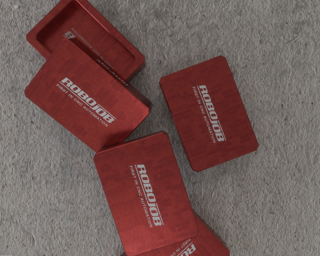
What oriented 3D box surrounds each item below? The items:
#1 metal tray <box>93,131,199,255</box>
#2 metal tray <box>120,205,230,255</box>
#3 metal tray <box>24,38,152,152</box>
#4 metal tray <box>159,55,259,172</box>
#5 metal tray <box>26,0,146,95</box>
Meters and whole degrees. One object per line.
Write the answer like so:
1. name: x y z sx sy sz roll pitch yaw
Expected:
1. metal tray: -0.016 0.077 0.373 0.090 0.030 0.129 -18 94 0
2. metal tray: 0.014 0.172 0.408 0.130 0.030 0.090 -43 90 0
3. metal tray: -0.087 -0.036 0.384 0.130 0.030 0.090 40 107 -9
4. metal tray: 0.063 -0.018 0.408 0.090 0.030 0.129 -21 90 0
5. metal tray: -0.094 -0.101 0.406 0.130 0.030 0.090 44 90 0
